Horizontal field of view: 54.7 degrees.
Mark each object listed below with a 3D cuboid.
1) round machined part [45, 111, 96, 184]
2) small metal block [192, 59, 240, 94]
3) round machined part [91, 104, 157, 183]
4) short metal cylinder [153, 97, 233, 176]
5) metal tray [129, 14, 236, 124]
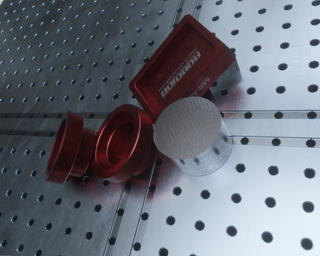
[{"bbox_3d":[-0.119,0.029,0.420,0.097,0.042,0.098,-47,33,44],"label":"round machined part"},{"bbox_3d":[0.070,-0.083,0.421,0.050,0.025,0.050,-41,51,-1],"label":"small metal block"},{"bbox_3d":[-0.041,0.022,0.390,0.098,0.042,0.098,-29,48,37],"label":"round machined part"},{"bbox_3d":[0.039,0.010,0.364,0.080,0.050,0.080,-13,56,21],"label":"short metal cylinder"},{"bbox_3d":[0.024,-0.073,0.409,0.130,0.030,0.090,-48,51,17],"label":"metal tray"}]
